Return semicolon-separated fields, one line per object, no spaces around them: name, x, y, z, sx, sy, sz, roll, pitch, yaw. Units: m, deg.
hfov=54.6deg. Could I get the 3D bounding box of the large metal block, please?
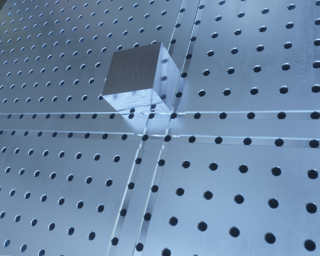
large metal block;-0.029;-0.071;0.452;0.080;0.050;0.080;-5;59;26
